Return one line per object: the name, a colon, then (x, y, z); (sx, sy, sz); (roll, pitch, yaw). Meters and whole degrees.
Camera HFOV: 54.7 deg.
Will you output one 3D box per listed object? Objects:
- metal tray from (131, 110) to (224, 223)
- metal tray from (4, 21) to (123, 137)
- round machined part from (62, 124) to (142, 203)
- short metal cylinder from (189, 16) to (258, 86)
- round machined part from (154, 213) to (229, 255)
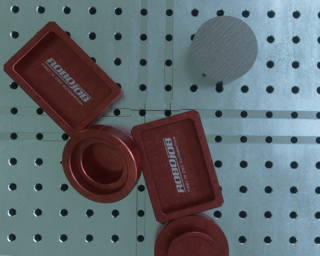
metal tray: (0.022, 0.049, 0.411); (0.091, 0.030, 0.129); (-16, 90, -1)
metal tray: (-0.125, -0.062, 0.409); (0.090, 0.030, 0.130); (-44, 91, 0)
round machined part: (-0.069, 0.042, 0.393); (0.098, 0.042, 0.097); (4, 108, 14)
short metal cylinder: (0.079, -0.097, 0.402); (0.081, 0.050, 0.079); (0, 90, -1)
round machined part: (0.042, 0.163, 0.405); (0.099, 0.042, 0.097); (0, 90, -1)
